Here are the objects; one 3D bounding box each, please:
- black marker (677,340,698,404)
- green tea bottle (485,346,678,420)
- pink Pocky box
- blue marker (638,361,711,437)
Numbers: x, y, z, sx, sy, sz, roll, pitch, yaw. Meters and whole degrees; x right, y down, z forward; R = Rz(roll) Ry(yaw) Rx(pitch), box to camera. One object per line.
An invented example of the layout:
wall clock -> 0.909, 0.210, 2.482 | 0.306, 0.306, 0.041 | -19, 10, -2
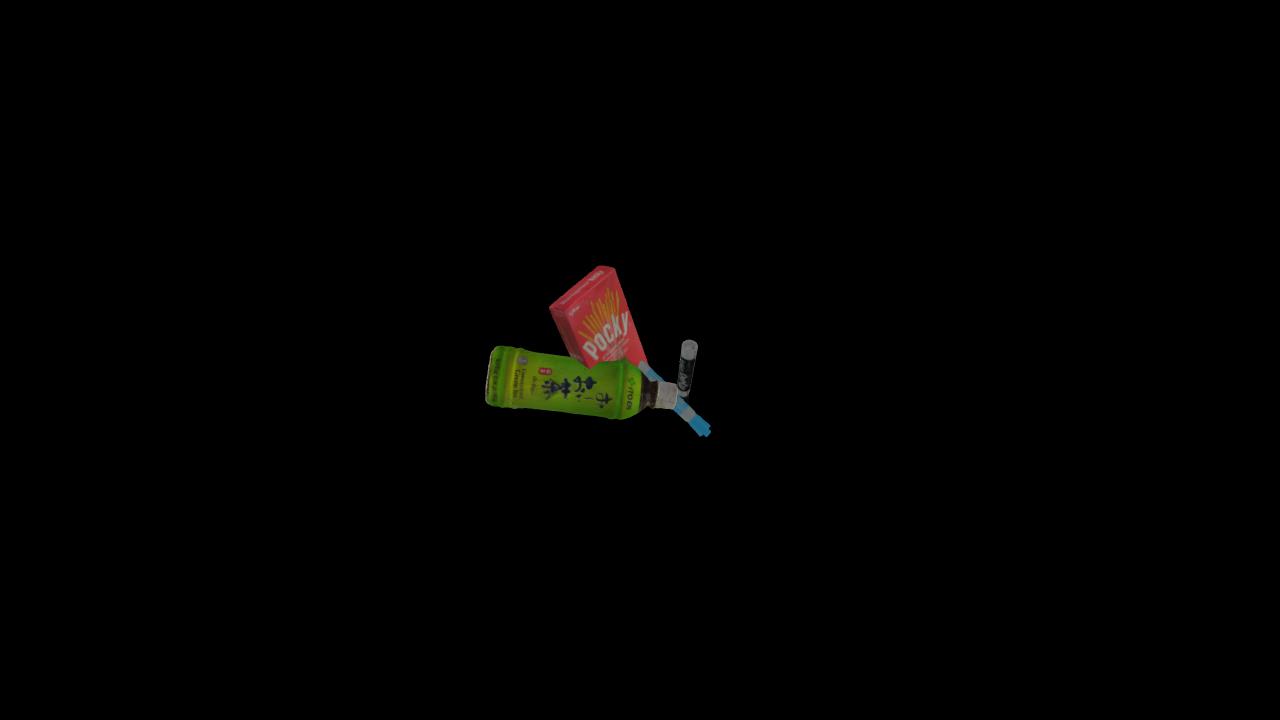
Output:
black marker -> 0.055, 0.021, 0.744 | 0.020, 0.020, 0.121 | 0, -38, -2
green tea bottle -> -0.063, 0.028, 0.695 | 0.212, 0.073, 0.073 | 5, -1, -7
pink Pocky box -> -0.041, -0.020, 0.697 | 0.029, 0.155, 0.084 | 18, 50, 39
blue marker -> 0.040, 0.048, 0.741 | 0.121, 0.020, 0.020 | 44, 0, 0
